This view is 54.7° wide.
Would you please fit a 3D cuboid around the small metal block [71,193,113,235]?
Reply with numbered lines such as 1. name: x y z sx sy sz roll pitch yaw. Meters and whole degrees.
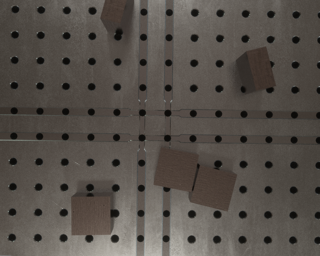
1. small metal block: -0.089 0.113 0.412 0.050 0.025 0.050 -1 90 -1

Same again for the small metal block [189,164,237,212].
1. small metal block: 0.070 0.078 0.414 0.050 0.025 0.050 14 90 -1

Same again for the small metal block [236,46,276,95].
1. small metal block: 0.123 -0.073 0.403 0.025 0.050 0.050 -14 90 0

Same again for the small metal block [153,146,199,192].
1. small metal block: 0.021 0.054 0.414 0.050 0.025 0.050 11 90 -1

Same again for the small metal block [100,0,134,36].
1. small metal block: -0.054 -0.154 0.400 0.025 0.050 0.050 15 90 0
